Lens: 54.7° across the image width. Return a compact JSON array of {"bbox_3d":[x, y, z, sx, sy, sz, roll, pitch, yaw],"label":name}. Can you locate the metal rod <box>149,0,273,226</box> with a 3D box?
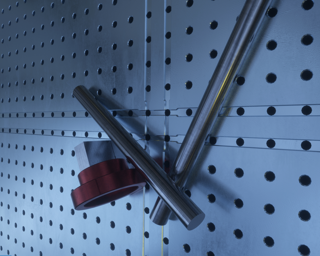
[{"bbox_3d":[0.052,-0.011,0.364,0.025,0.025,0.298,35,111,34],"label":"metal rod"}]

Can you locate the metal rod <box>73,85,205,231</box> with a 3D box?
[{"bbox_3d":[-0.047,0.020,0.424,0.300,0.025,0.025,43,116,38],"label":"metal rod"}]

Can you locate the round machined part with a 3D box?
[{"bbox_3d":[-0.072,0.073,0.419,0.098,0.099,0.042,-34,69,34],"label":"round machined part"}]

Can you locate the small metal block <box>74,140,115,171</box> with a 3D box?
[{"bbox_3d":[-0.096,0.047,0.470,0.025,0.050,0.050,-30,72,37],"label":"small metal block"}]
